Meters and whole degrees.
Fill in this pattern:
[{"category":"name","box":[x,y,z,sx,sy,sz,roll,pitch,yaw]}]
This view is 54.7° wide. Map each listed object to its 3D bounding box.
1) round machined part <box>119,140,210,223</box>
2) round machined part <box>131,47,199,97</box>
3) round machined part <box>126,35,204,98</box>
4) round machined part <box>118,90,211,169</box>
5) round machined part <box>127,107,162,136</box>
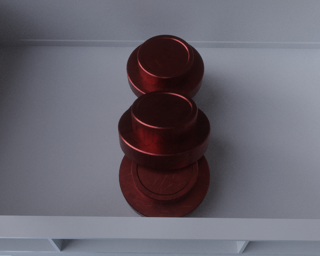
[{"category":"round machined part","box":[0.005,0.049,0.333,0.099,0.042,0.098,0,65,0]},{"category":"round machined part","box":[0.007,-0.086,0.450,0.099,0.042,0.098,0,34,0]},{"category":"round machined part","box":[0.007,-0.078,0.391,0.099,0.042,0.098,0,62,0]},{"category":"round machined part","box":[0.005,-0.005,0.330,0.099,0.042,0.098,0,39,0]},{"category":"round machined part","box":[0.003,-0.013,0.403,0.099,0.042,0.098,0,49,0]}]
